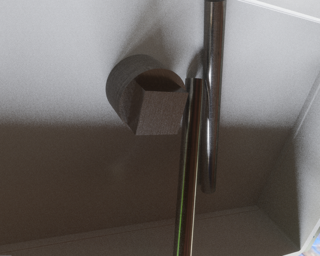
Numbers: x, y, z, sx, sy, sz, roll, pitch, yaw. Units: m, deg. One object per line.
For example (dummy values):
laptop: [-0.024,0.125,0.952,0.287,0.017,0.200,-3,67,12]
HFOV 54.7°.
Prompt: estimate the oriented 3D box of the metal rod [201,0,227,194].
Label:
metal rod: [0.072,-0.023,0.436,0.025,0.025,0.298,-17,126,-19]

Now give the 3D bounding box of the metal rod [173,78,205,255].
metal rod: [0.035,0.086,0.402,0.025,0.025,0.298,3,92,-30]

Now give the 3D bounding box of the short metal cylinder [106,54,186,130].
short metal cylinder: [-0.017,-0.039,0.360,0.081,0.050,0.079,-14,124,-21]

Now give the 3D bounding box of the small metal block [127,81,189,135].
small metal block: [-0.003,-0.020,0.331,0.050,0.025,0.050,-1,119,-29]
